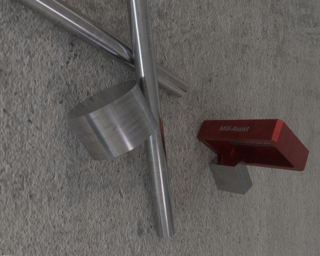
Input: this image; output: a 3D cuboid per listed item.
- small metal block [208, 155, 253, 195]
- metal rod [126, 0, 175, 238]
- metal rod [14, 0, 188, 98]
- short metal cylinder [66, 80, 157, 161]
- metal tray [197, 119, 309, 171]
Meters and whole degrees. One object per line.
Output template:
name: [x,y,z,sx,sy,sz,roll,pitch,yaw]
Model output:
small metal block: [0.109,0.072,0.480,0.025,0.050,0.050,-35,112,-34]
metal rod: [-0.009,-0.004,0.375,0.025,0.025,0.298,-18,108,-39]
metal rod: [-0.078,-0.106,0.338,0.301,0.025,0.025,26,74,-37]
short metal cylinder: [-0.050,-0.010,0.327,0.080,0.080,0.050,-40,115,-33]
metal tray: [0.130,0.023,0.445,0.090,0.130,0.030,37,67,-34]
